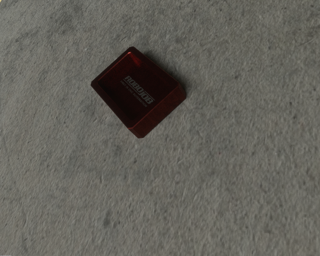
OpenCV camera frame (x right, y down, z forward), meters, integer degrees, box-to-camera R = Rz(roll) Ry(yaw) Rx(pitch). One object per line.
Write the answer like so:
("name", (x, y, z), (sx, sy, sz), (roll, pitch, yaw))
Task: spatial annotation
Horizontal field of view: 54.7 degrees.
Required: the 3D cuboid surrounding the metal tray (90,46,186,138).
("metal tray", (-0.035, -0.056, 0.451), (0.090, 0.030, 0.130), (-43, 51, -2))
